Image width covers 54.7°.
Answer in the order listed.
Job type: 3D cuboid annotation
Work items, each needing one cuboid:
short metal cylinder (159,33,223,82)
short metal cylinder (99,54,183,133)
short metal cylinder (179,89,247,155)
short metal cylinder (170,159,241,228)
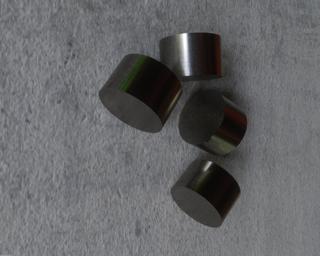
[{"bbox_3d":[0.040,-0.089,0.405,0.081,0.080,0.050,-6,94,-40],"label":"short metal cylinder"},{"bbox_3d":[-0.021,-0.038,0.353,0.080,0.080,0.050,44,63,-32],"label":"short metal cylinder"},{"bbox_3d":[0.073,-0.007,0.432,0.050,0.080,0.080,26,73,-37],"label":"short metal cylinder"},{"bbox_3d":[0.062,0.089,0.423,0.050,0.080,0.080,-47,118,-30],"label":"short metal cylinder"}]
